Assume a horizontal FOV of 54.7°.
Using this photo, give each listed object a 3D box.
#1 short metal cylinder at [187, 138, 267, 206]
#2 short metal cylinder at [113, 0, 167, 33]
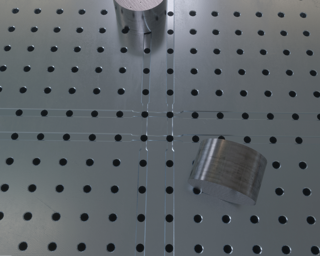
[{"bbox_3d":[0.079,0.053,0.364,0.080,0.080,0.050,20,71,7],"label":"short metal cylinder"},{"bbox_3d":[-0.030,-0.192,0.468,0.081,0.050,0.080,0,70,0],"label":"short metal cylinder"}]
